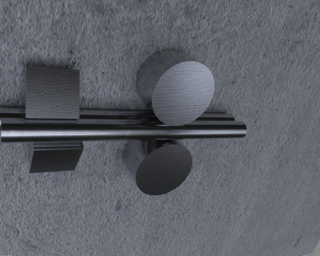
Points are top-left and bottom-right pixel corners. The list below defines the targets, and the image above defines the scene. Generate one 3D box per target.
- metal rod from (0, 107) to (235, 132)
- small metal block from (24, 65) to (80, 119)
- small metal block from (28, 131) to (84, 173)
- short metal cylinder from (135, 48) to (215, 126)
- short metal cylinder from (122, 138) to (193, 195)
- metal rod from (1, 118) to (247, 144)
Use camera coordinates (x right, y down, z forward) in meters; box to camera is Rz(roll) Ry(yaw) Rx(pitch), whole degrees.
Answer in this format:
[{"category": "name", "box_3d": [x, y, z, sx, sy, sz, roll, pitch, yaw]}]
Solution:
[{"category": "metal rod", "box_3d": [-0.030, -0.009, 0.386, 0.303, 0.025, 0.025, 0, 119, -29]}, {"category": "small metal block", "box_3d": [-0.110, -0.034, 0.315, 0.050, 0.025, 0.050, 0, 91, -28]}, {"category": "small metal block", "box_3d": [-0.118, 0.026, 0.347, 0.050, 0.025, 0.050, 0, 145, -29]}, {"category": "short metal cylinder", "box_3d": [0.017, -0.049, 0.371, 0.081, 0.050, 0.079, -14, 124, -21]}, {"category": "short metal cylinder", "box_3d": [-0.004, 0.043, 0.417, 0.081, 0.050, 0.079, -14, 124, -21]}, {"category": "metal rod", "box_3d": [-0.019, 0.002, 0.367, 0.303, 0.025, 0.025, 0, 119, -28]}]
